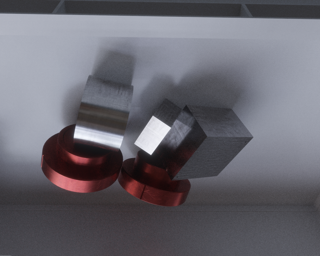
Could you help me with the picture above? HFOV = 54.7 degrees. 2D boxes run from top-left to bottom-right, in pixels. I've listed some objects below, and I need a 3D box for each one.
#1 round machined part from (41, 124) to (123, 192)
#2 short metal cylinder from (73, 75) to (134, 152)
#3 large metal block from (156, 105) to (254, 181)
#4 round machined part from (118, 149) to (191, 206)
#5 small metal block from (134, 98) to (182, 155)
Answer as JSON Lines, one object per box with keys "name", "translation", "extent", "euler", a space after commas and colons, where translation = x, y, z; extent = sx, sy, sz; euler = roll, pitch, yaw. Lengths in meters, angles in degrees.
{"name": "round machined part", "translation": [-0.094, 0.030, 0.386], "extent": [0.099, 0.098, 0.042], "euler": [13, 122, -11]}
{"name": "short metal cylinder", "translation": [-0.065, -0.016, 0.358], "extent": [0.050, 0.080, 0.079], "euler": [13, 129, -11]}
{"name": "large metal block", "translation": [0.054, 0.019, 0.390], "extent": [0.081, 0.050, 0.079], "euler": [2, 135, -37]}
{"name": "round machined part", "translation": [-0.004, 0.061, 0.420], "extent": [0.099, 0.098, 0.042], "euler": [16, 103, -14]}
{"name": "small metal block", "translation": [-0.002, -0.002, 0.387], "extent": [0.025, 0.050, 0.050], "euler": [34, 124, -1]}
